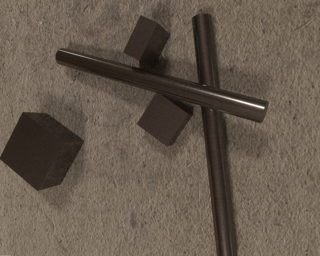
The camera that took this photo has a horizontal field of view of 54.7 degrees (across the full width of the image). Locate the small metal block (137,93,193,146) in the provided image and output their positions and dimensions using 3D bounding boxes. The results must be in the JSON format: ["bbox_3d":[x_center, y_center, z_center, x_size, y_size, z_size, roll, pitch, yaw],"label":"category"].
[{"bbox_3d":[0.006,-0.011,0.406,0.050,0.025,0.050,36,101,16],"label":"small metal block"}]

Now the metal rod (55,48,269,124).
[{"bbox_3d":[-0.016,-0.061,0.396,0.301,0.025,0.025,19,96,25],"label":"metal rod"}]

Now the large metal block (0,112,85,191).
[{"bbox_3d":[-0.173,0.032,0.455,0.080,0.050,0.080,34,101,16],"label":"large metal block"}]

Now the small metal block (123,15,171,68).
[{"bbox_3d":[-0.016,-0.110,0.400,0.025,0.050,0.050,30,100,17],"label":"small metal block"}]

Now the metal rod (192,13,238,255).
[{"bbox_3d":[0.067,0.009,0.384,0.025,0.025,0.298,-7,88,19],"label":"metal rod"}]
